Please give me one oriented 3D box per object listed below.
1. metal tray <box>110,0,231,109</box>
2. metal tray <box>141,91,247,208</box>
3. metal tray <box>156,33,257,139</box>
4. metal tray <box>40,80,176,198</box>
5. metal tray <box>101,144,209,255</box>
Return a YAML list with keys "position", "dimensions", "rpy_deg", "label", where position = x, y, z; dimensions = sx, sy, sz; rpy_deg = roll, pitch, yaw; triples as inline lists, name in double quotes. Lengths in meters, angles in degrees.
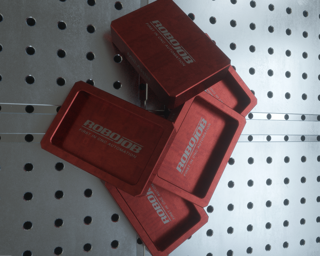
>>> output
- position: [0.011, -0.096, 0.382]
  dimensions: [0.091, 0.030, 0.130]
  rpy_deg: [-32, 71, -18]
  label: "metal tray"
- position: [0.044, 0.024, 0.396]
  dimensions: [0.090, 0.030, 0.130]
  rpy_deg: [30, 80, -18]
  label: "metal tray"
- position: [0.066, -0.054, 0.435]
  dimensions: [0.090, 0.030, 0.130]
  rpy_deg: [-45, 105, -15]
  label: "metal tray"
- position: [-0.058, 0.011, 0.357]
  dimensions: [0.130, 0.030, 0.090]
  rpy_deg: [25, 80, 12]
  label: "metal tray"
- position: [-0.005, 0.095, 0.409]
  dimensions: [0.090, 0.030, 0.130]
  rpy_deg: [-34, 102, -17]
  label: "metal tray"
